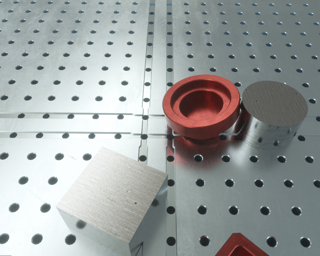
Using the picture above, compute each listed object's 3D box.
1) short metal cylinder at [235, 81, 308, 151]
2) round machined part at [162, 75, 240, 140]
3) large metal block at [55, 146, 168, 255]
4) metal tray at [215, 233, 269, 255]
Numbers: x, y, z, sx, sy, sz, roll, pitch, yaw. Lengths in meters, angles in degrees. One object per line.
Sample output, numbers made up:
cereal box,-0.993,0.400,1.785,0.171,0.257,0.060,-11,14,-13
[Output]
short metal cylinder,0.143,-0.017,0.406,0.081,0.050,0.080,1,50,0
round machined part,0.055,-0.024,0.409,0.098,0.042,0.098,-7,47,8
large metal block,-0.046,0.077,0.326,0.080,0.050,0.080,21,53,17
metal tray,0.063,0.168,0.263,0.090,0.030,0.131,35,58,26
